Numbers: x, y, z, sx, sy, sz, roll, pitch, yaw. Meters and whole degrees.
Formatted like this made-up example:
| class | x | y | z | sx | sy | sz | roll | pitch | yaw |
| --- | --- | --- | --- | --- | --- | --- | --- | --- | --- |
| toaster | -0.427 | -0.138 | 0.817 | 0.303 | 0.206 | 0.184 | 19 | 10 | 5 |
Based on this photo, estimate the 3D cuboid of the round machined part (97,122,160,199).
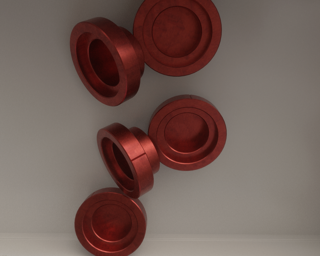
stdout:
| class | x | y | z | sx | sy | sz | roll | pitch | yaw |
| --- | --- | --- | --- | --- | --- | --- | --- | --- | --- |
| round machined part | -0.037 | 0.037 | 0.396 | 0.042 | 0.098 | 0.097 | -28 | 113 | -28 |

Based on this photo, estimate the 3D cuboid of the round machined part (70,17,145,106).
| class | x | y | z | sx | sy | sz | roll | pitch | yaw |
| --- | --- | --- | --- | --- | --- | --- | --- | --- | --- |
| round machined part | -0.056 | -0.077 | 0.355 | 0.042 | 0.098 | 0.097 | -34 | 114 | -35 |

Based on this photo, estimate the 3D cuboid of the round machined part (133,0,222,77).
| class | x | y | z | sx | sy | sz | roll | pitch | yaw |
| --- | --- | --- | --- | --- | --- | --- | --- | --- | --- |
| round machined part | 0.019 | -0.112 | 0.361 | 0.099 | 0.042 | 0.097 | 0 | 110 | -1 |

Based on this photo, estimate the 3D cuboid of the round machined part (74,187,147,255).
| class | x | y | z | sx | sy | sz | roll | pitch | yaw |
| --- | --- | --- | --- | --- | --- | --- | --- | --- | --- |
| round machined part | -0.067 | 0.131 | 0.443 | 0.099 | 0.042 | 0.097 | 0 | 98 | 2 |

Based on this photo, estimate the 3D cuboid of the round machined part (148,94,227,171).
| class | x | y | z | sx | sy | sz | roll | pitch | yaw |
| --- | --- | --- | --- | --- | --- | --- | --- | --- | --- |
| round machined part | 0.034 | 0.003 | 0.404 | 0.099 | 0.042 | 0.097 | 0 | 110 | -1 |
